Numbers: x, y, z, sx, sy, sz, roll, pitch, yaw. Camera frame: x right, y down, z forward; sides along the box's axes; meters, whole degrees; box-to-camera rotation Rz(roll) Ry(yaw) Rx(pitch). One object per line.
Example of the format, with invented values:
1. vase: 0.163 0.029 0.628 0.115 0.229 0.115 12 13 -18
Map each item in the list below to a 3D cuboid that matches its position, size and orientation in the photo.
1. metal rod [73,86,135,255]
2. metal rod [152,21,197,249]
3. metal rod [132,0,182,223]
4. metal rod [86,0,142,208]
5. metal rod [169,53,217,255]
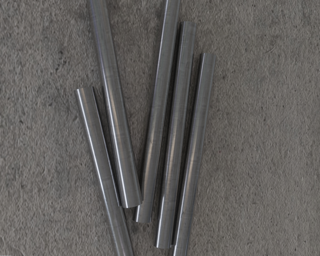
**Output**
1. metal rod: -0.059 0.097 0.387 0.025 0.025 0.298 -15 95 -19
2. metal rod: 0.021 0.007 0.416 0.025 0.025 0.298 8 87 -20
3. metal rod: -0.003 -0.029 0.407 0.025 0.025 0.298 9 87 -20
4. metal rod: -0.059 -0.053 0.378 0.025 0.025 0.298 -10 91 -20
5. metal rod: 0.044 0.046 0.425 0.025 0.025 0.298 10 87 -20
